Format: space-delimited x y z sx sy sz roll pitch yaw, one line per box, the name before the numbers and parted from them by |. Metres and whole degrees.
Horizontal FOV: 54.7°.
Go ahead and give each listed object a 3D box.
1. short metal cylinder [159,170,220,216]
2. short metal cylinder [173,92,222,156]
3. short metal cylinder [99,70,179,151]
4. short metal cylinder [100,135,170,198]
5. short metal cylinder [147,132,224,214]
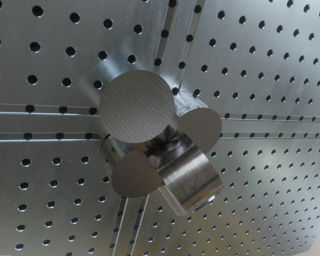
short metal cylinder | 0.041 0.079 0.439 0.080 0.080 0.050 -35 94 -5
short metal cylinder | 0.034 -0.002 0.413 0.081 0.050 0.079 -14 125 -21
short metal cylinder | -0.021 -0.018 0.345 0.080 0.080 0.050 -40 164 -2
short metal cylinder | -0.032 0.044 0.405 0.081 0.050 0.079 -14 125 -21
short metal cylinder | 0.029 0.052 0.358 0.050 0.080 0.080 -36 129 -5
